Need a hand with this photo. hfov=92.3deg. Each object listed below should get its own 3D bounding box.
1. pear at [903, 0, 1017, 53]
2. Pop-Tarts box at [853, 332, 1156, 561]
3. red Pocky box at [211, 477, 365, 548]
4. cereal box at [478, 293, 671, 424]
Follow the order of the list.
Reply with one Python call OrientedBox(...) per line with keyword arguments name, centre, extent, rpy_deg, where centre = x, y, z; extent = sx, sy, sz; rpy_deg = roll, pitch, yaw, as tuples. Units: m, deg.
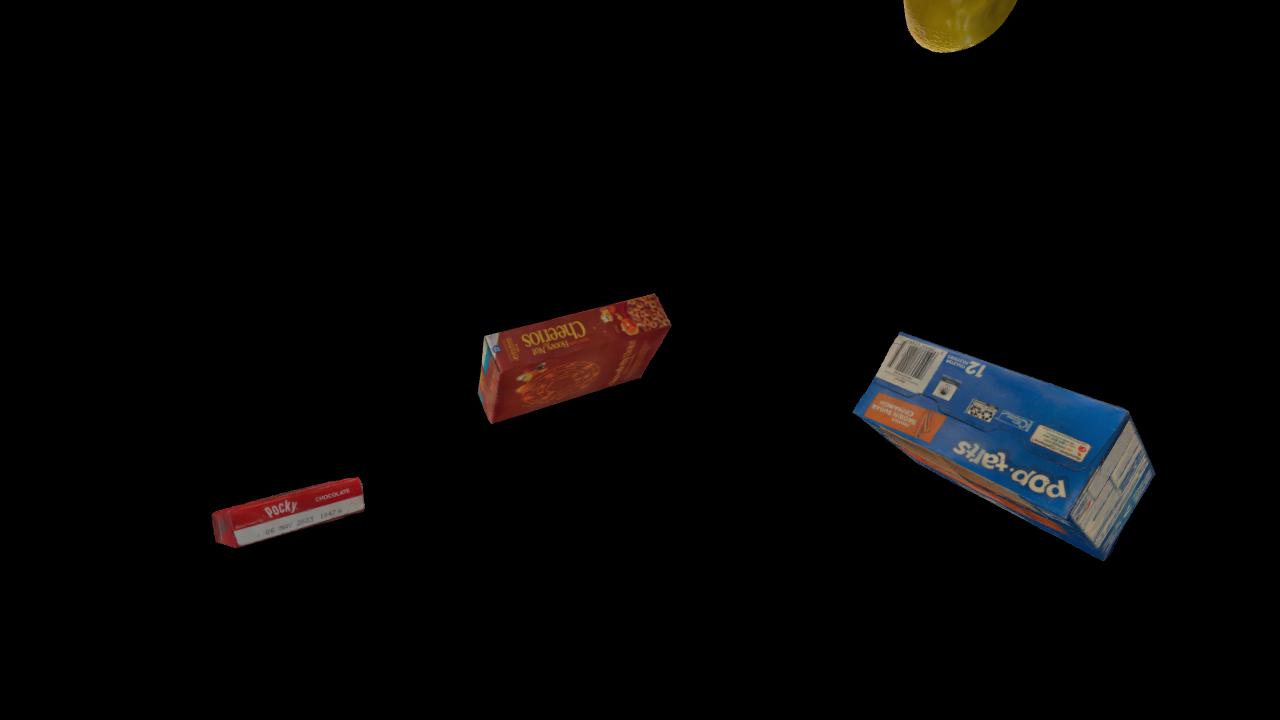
OrientedBox(name="pear", centre=(0.215, -0.277, 0.449), extent=(0.080, 0.080, 0.111), rpy_deg=(0, 42, -44))
OrientedBox(name="Pop-Tarts box", centre=(0.283, 0.065, 0.486), extent=(0.141, 0.083, 0.167), rpy_deg=(31, 1, -40))
OrientedBox(name="red Pocky box", centre=(-0.275, 0.117, 0.473), extent=(0.083, 0.028, 0.155), rpy_deg=(-12, -4, -40))
OrientedBox(name="cereal box", centre=(-0.117, -0.002, 1.053), extent=(0.306, 0.081, 0.203), rpy_deg=(-16, -22, -24))
